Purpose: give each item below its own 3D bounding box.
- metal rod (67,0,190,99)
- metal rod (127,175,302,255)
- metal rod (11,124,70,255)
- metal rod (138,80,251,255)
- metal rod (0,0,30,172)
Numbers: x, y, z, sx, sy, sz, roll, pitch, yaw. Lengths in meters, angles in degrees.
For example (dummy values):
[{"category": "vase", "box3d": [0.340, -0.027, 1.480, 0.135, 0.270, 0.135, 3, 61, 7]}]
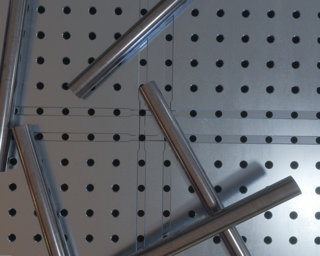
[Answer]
[{"category": "metal rod", "box3d": [-0.003, -0.149, 0.413, 0.300, 0.025, 0.025, -42, 91, -1]}, {"category": "metal rod", "box3d": [0.034, 0.140, 0.394, 0.301, 0.025, 0.025, -29, 90, 7]}, {"category": "metal rod", "box3d": [-0.142, 0.141, 0.411, 0.025, 0.025, 0.298, -17, 90, 0]}, {"category": "metal rod", "box3d": [0.054, 0.073, 0.414, 0.025, 0.025, 0.299, -29, 90, 0]}, {"category": "metal rod", "box3d": [-0.196, -0.092, 0.410, 0.025, 0.025, 0.298, 8, 90, -1]}]
